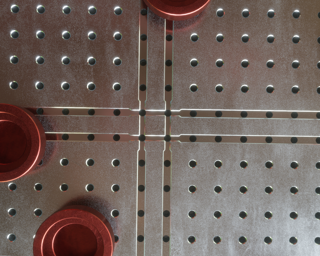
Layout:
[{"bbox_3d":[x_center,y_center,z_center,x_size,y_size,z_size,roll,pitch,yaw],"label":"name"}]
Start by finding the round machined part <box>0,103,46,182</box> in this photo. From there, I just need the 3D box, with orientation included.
[{"bbox_3d":[-0.197,0.018,0.402,0.099,0.042,0.097,0,90,-1],"label":"round machined part"}]

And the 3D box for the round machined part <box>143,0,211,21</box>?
[{"bbox_3d":[0.022,-0.189,0.405,0.099,0.042,0.097,0,90,-1],"label":"round machined part"}]

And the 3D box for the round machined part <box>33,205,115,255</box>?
[{"bbox_3d":[-0.108,0.149,0.404,0.099,0.042,0.097,0,90,-1],"label":"round machined part"}]
